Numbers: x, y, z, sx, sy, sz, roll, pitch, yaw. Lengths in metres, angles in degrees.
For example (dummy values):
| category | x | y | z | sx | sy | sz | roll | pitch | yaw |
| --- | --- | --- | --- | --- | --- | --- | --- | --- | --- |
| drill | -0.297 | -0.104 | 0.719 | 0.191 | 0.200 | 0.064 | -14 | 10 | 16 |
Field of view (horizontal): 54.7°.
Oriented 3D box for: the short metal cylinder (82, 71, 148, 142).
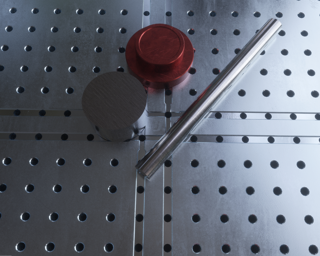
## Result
| category | x | y | z | sx | sy | sz | roll | pitch | yaw |
| --- | --- | --- | --- | --- | --- | --- | --- | --- | --- |
| short metal cylinder | -0.057 | -0.027 | 0.408 | 0.081 | 0.050 | 0.080 | 0 | 70 | 0 |

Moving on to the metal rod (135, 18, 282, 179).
| category | x | y | z | sx | sy | sz | roll | pitch | yaw |
| --- | --- | --- | --- | --- | --- | --- | --- | --- | --- |
| metal rod | 0.076 | -0.050 | 0.430 | 0.025 | 0.025 | 0.301 | 39 | 74 | 12 |

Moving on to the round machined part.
| category | x | y | z | sx | sy | sz | roll | pitch | yaw |
| --- | --- | --- | --- | --- | --- | --- | --- | --- | --- |
| round machined part | -0.001 | -0.109 | 0.442 | 0.099 | 0.042 | 0.098 | 0 | 70 | -1 |
